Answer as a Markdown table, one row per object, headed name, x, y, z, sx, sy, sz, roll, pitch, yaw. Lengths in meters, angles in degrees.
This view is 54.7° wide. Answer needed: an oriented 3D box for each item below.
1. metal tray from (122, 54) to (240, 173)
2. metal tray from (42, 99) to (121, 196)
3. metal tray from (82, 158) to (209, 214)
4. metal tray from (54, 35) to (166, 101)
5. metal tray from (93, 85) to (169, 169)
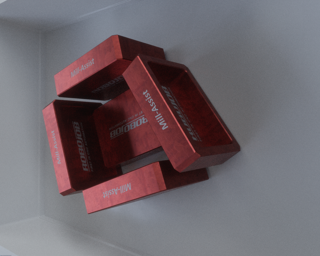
| name | x | y | z | sx | sy | sz | roll | pitch | yaw |
| --- | --- | --- | --- | --- | --- | --- | --- | --- | --- |
| metal tray | 0.024 | -0.019 | 0.341 | 0.030 | 0.091 | 0.130 | -44 | 64 | 32 |
| metal tray | -0.111 | 0.026 | 0.451 | 0.030 | 0.091 | 0.129 | -27 | 74 | 37 |
| metal tray | -0.019 | 0.069 | 0.375 | 0.130 | 0.091 | 0.030 | -26 | 74 | 37 |
| metal tray | -0.067 | -0.074 | 0.415 | 0.130 | 0.091 | 0.030 | -20 | 78 | 38 |
| metal tray | -0.033 | -0.005 | 0.425 | 0.130 | 0.030 | 0.090 | -25 | 75 | 37 |
